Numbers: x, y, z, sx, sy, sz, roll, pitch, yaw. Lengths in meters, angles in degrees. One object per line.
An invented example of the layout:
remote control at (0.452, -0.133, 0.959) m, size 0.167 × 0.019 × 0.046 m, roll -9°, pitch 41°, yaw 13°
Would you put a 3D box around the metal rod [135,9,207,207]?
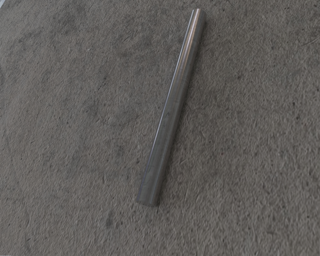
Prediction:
metal rod at (0.022, -0.044, 0.419) m, size 0.025 × 0.025 × 0.300 m, roll 2°, pitch 62°, yaw 29°
